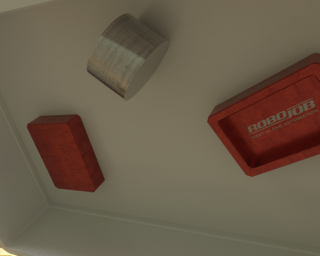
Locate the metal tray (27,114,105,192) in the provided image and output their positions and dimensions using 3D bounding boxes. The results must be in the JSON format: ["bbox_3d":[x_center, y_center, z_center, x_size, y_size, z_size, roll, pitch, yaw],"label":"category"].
[{"bbox_3d":[-0.154,0.043,0.511,0.090,0.030,0.129,-1,118,28],"label":"metal tray"}]

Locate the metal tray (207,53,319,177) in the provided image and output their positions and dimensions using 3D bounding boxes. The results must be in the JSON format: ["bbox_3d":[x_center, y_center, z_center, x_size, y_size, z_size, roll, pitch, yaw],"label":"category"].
[{"bbox_3d":[0.129,-0.007,0.332,0.130,0.030,0.090,-30,103,37],"label":"metal tray"}]

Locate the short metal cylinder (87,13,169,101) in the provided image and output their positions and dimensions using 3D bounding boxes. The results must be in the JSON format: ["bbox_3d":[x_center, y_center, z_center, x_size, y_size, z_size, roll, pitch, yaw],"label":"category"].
[{"bbox_3d":[-0.034,-0.077,0.342,0.050,0.080,0.080,37,129,3],"label":"short metal cylinder"}]
